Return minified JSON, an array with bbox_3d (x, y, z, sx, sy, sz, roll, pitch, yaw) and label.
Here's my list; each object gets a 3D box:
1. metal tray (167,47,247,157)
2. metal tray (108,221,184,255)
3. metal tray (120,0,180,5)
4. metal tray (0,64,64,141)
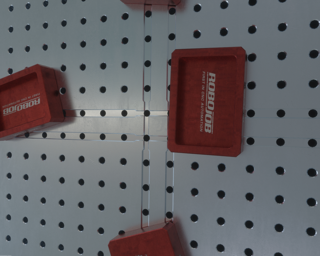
[{"bbox_3d":[0.059,-0.032,0.389,0.090,0.030,0.129,3,91,20],"label":"metal tray"},{"bbox_3d":[-0.007,0.201,0.413,0.090,0.030,0.129,-20,83,19],"label":"metal tray"},{"bbox_3d":[-0.010,-0.236,0.413,0.090,0.030,0.129,10,93,19],"label":"metal tray"},{"bbox_3d":[-0.221,-0.037,0.488,0.130,0.030,0.090,-15,85,19],"label":"metal tray"}]
